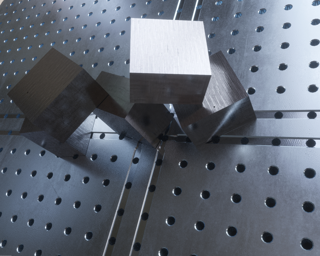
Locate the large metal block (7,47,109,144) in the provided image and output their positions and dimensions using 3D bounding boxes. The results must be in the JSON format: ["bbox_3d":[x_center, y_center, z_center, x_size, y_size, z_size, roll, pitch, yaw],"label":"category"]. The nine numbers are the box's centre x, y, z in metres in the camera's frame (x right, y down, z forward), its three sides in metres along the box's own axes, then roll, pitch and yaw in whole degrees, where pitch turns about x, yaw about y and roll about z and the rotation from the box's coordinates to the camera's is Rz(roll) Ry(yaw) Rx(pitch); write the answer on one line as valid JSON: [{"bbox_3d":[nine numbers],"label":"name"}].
[{"bbox_3d":[-0.124,-0.041,0.377,0.080,0.050,0.080,-49,51,-7],"label":"large metal block"}]

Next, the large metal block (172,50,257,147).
[{"bbox_3d":[0.060,-0.035,0.382,0.080,0.050,0.080,-27,53,11],"label":"large metal block"}]

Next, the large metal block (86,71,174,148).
[{"bbox_3d":[-0.041,-0.024,0.407,0.080,0.080,0.050,20,73,35],"label":"large metal block"}]

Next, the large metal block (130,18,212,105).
[{"bbox_3d":[0.008,-0.074,0.344,0.081,0.050,0.080,1,58,-5],"label":"large metal block"}]

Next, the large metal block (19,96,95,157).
[{"bbox_3d":[-0.144,-0.011,0.452,0.050,0.080,0.080,-6,59,25],"label":"large metal block"}]
